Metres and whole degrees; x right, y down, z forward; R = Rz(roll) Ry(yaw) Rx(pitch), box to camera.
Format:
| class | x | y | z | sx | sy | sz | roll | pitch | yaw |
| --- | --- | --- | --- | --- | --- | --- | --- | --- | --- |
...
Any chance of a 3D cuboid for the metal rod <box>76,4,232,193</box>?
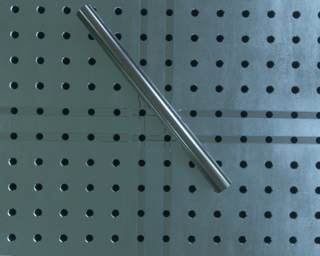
| class | x | y | z | sx | sy | sz | roll | pitch | yaw |
| --- | --- | --- | --- | --- | --- | --- | --- | --- | --- |
| metal rod | -0.008 | -0.038 | 0.413 | 0.025 | 0.025 | 0.300 | -39 | 91 | 0 |
